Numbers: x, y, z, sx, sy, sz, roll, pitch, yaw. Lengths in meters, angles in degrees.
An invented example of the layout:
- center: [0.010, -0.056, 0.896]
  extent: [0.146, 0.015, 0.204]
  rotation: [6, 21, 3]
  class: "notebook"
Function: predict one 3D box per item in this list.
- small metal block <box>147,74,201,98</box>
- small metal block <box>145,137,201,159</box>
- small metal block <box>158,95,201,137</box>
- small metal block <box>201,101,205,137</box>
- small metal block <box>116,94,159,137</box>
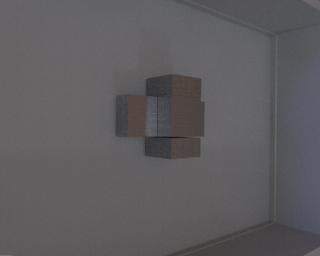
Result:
- center: [0.018, -0.052, 0.402]
  extent: [0.050, 0.050, 0.025]
  rotation: [1, 90, -40]
  class: "small metal block"
- center: [0.017, 0.024, 0.400]
  extent: [0.050, 0.050, 0.025]
  rotation: [1, 90, -40]
  class: "small metal block"
- center: [0.025, -0.014, 0.391]
  extent: [0.050, 0.025, 0.050]
  rotation: [1, 90, -40]
  class: "small metal block"
- center: [0.036, -0.013, 0.434]
  extent: [0.050, 0.025, 0.050]
  rotation: [1, 90, -40]
  class: "small metal block"
- center: [-0.025, -0.014, 0.382]
  extent: [0.050, 0.025, 0.050]
  rotation: [1, 90, -40]
  class: "small metal block"
